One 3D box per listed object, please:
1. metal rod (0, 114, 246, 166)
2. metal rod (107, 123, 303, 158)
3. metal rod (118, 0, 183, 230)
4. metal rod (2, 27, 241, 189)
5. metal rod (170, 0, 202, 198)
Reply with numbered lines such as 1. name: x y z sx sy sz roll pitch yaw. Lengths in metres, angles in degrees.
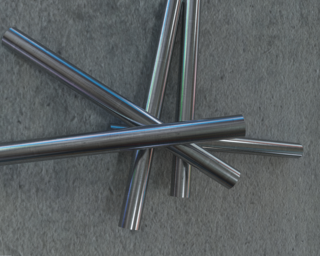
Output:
1. metal rod: -0.063 0.015 0.328 0.302 0.025 0.025 -7 93 1
2. metal rod: 0.077 0.021 0.438 0.302 0.025 0.025 6 88 -20
3. metal rod: -0.008 -0.030 0.385 0.025 0.025 0.299 15 77 -20
4. metal rod: -0.042 -0.021 0.351 0.301 0.025 0.025 33 79 -1
5. metal rod: 0.036 -0.063 0.405 0.025 0.025 0.298 8 81 -20
